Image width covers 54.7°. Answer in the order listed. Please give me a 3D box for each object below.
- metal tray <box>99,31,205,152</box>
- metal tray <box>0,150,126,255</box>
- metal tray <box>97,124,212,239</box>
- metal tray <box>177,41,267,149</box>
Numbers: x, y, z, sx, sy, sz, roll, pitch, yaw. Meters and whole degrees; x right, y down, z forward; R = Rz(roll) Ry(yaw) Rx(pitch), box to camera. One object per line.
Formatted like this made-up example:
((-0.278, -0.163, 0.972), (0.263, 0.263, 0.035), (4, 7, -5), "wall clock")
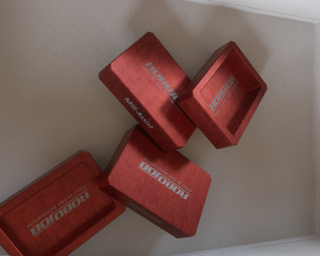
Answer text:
((-0.002, -0.045, 0.391), (0.130, 0.030, 0.090), (49, 52, -14), "metal tray")
((-0.118, 0.098, 0.364), (0.131, 0.030, 0.090), (-35, 102, -17), "metal tray")
((-0.001, 0.067, 0.389), (0.130, 0.030, 0.090), (37, 52, -17), "metal tray")
((0.089, -0.047, 0.417), (0.090, 0.030, 0.130), (48, 54, -14), "metal tray")
